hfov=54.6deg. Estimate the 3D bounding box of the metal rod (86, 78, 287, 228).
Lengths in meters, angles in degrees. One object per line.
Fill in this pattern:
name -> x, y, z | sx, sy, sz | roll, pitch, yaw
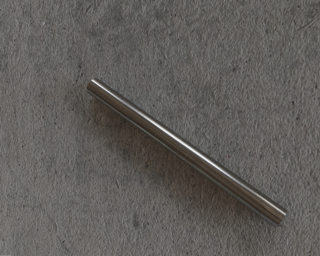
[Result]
metal rod -> 0.022, 0.022, 0.401 | 0.300, 0.025, 0.025 | 35, 101, 16
